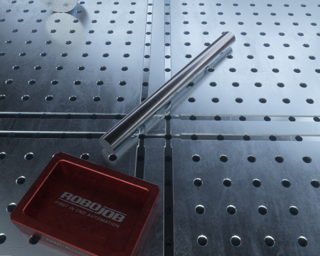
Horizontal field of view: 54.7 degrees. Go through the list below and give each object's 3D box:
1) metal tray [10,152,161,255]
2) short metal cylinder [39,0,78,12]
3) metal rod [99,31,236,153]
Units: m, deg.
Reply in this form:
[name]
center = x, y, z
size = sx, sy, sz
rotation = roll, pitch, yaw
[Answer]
[metal tray]
center = -0.075, 0.085, 0.331
size = 0.130, 0.030, 0.090
rotation = 17, 52, 13
[short metal cylinder]
center = -0.194, -0.274, 0.599
size = 0.080, 0.080, 0.050
rotation = 3, 50, 2
[metal rod]
center = 0.027, -0.067, 0.464
size = 0.025, 0.025, 0.301
rotation = 32, 56, 23
